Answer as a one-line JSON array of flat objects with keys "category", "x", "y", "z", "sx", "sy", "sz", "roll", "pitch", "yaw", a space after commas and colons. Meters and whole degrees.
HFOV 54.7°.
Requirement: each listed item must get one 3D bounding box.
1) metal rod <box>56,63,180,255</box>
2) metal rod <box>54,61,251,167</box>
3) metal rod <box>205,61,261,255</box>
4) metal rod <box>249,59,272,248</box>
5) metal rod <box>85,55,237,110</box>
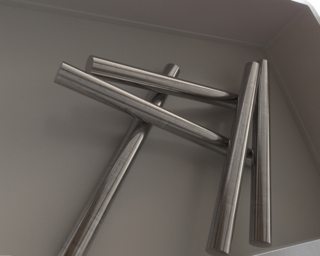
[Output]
[{"category": "metal rod", "x": -0.034, "y": 0.019, "z": 0.375, "sx": 0.025, "sy": 0.025, "sz": 0.301, "roll": 32, "pitch": 52, "yaw": -8}, {"category": "metal rod", "x": 0.018, "y": -0.005, "z": 0.391, "sx": 0.302, "sy": 0.025, "sz": 0.025, "roll": 23, "pitch": 53, "yaw": -25}, {"category": "metal rod", "x": 0.104, "y": 0.016, "z": 0.406, "sx": 0.025, "sy": 0.025, "sz": 0.300, "roll": 29, "pitch": 53, "yaw": -10}, {"category": "metal rod", "x": 0.143, "y": 0.013, "z": 0.438, "sx": 0.025, "sy": 0.025, "sz": 0.300, "roll": 24, "pitch": 54, "yaw": -14}, {"category": "metal rod", "x": 0.045, "y": -0.052, "z": 0.434, "sx": 0.302, "sy": 0.025, "sz": 0.025, "roll": 8, "pitch": 58, "yaw": -33}]
